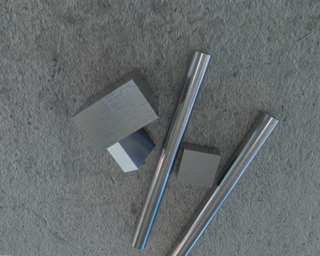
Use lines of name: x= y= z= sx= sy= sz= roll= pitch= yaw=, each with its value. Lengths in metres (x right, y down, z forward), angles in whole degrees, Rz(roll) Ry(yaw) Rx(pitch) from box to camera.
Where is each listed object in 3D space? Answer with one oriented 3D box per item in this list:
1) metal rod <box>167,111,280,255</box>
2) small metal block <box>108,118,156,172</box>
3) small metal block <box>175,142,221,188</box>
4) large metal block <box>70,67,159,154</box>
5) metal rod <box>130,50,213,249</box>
metal rod: x=0.077 y=0.109 z=0.450 sx=0.025 sy=0.025 sz=0.298 roll=26 pitch=108 yaw=-10
small metal block: x=-0.039 y=0.021 z=0.400 sx=0.025 sy=0.050 sz=0.050 roll=-19 pitch=113 yaw=39
small metal block: x=0.052 y=0.051 z=0.429 sx=0.050 sy=0.025 sz=0.050 roll=10 pitch=110 yaw=-5
large metal block: x=-0.049 y=-0.024 z=0.371 sx=0.080 sy=0.080 sz=0.050 roll=-31 pitch=107 yaw=10
metal rod: x=0.009 y=0.042 z=0.425 sx=0.025 sy=0.025 sz=0.298 roll=15 pitch=109 yaw=-6
